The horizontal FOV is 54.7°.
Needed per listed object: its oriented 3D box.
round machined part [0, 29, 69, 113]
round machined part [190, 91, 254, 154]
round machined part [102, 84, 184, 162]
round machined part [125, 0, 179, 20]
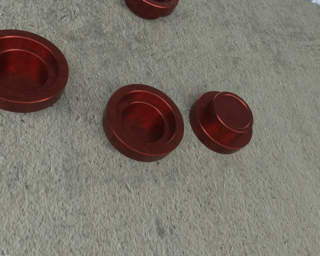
[{"bbox_3d":[-0.156,-0.058,0.345,0.099,0.042,0.098,14,56,-21],"label":"round machined part"},{"bbox_3d":[0.096,-0.014,0.453,0.099,0.042,0.098,14,56,-21],"label":"round machined part"},{"bbox_3d":[-0.023,-0.003,0.382,0.099,0.042,0.098,14,56,-21],"label":"round machined part"},{"bbox_3d":[-0.020,-0.221,0.517,0.099,0.042,0.098,14,56,-21],"label":"round machined part"}]
